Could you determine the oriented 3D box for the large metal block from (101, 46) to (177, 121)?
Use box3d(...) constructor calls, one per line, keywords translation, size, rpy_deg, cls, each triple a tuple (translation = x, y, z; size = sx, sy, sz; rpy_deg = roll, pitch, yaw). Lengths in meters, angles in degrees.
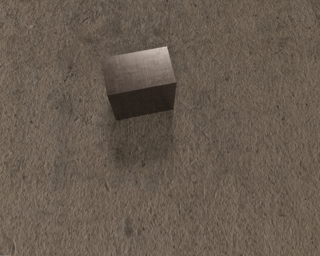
box3d(translation=(-0.026, -0.054, 0.398), size=(0.081, 0.080, 0.050), rpy_deg=(-11, 71, -5), cls="large metal block")
